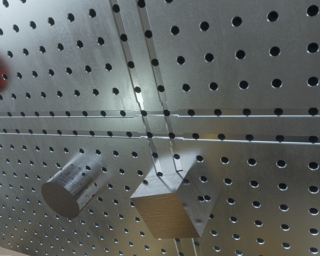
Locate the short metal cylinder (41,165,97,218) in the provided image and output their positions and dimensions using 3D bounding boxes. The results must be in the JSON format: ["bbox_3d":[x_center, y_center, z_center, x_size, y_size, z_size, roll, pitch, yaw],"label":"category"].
[{"bbox_3d":[-0.161,0.113,0.549,0.080,0.050,0.079,13,124,21],"label":"short metal cylinder"}]

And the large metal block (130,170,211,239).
[{"bbox_3d":[0.017,0.115,0.457,0.080,0.050,0.080,-16,110,34],"label":"large metal block"}]
